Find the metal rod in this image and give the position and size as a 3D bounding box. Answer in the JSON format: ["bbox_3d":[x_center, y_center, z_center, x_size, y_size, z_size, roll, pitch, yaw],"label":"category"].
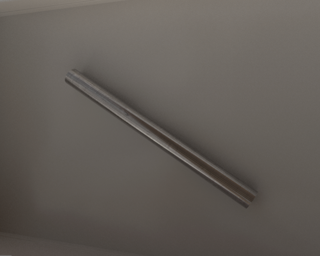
[{"bbox_3d":[-0.010,0.005,0.411,0.300,0.025,0.025,34,101,16],"label":"metal rod"}]
